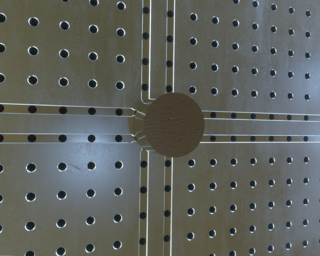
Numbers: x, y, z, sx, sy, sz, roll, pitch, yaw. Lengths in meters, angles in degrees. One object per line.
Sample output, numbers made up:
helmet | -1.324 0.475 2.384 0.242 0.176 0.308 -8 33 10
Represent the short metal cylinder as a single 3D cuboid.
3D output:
short metal cylinder | 0.010 -0.004 0.403 0.081 0.050 0.080 0 90 -20
